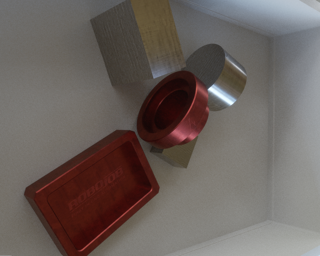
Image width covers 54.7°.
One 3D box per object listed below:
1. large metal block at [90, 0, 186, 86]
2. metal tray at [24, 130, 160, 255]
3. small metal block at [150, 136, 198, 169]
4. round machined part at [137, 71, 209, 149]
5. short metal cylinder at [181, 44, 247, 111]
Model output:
[{"bbox_3d":[-0.026,-0.097,0.351,0.050,0.080,0.080,-28,108,-37],"label":"large metal block"},{"bbox_3d":[-0.068,0.070,0.347,0.131,0.030,0.090,-36,112,-34],"label":"metal tray"},{"bbox_3d":[0.020,0.022,0.426,0.050,0.025,0.050,35,68,-35],"label":"small metal block"},{"bbox_3d":[0.020,-0.018,0.377,0.042,0.098,0.098,34,69,-33],"label":"round machined part"},{"bbox_3d":[0.073,-0.070,0.434,0.050,0.080,0.080,28,73,-37],"label":"short metal cylinder"}]
